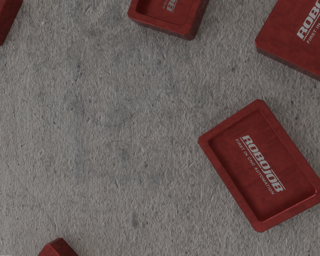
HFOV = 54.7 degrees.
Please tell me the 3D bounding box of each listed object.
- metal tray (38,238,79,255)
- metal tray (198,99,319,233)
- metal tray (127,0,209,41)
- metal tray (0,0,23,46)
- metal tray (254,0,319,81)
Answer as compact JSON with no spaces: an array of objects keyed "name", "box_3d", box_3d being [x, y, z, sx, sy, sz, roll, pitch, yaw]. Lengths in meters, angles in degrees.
[{"name":"metal tray","box_3d":[-0.137,0.241,0.455,0.130,0.030,0.090,40,103,15]},{"name":"metal tray","box_3d":[0.117,0.043,0.364,0.090,0.030,0.130,-35,79,16]},{"name":"metal tray","box_3d":[0.022,-0.189,0.398,0.090,0.030,0.129,23,98,18]},{"name":"metal tray","box_3d":[-0.298,-0.205,0.511,0.130,0.030,0.090,34,101,16]},{"name":"metal tray","box_3d":[0.178,-0.129,0.343,0.090,0.030,0.129,32,100,17]}]
